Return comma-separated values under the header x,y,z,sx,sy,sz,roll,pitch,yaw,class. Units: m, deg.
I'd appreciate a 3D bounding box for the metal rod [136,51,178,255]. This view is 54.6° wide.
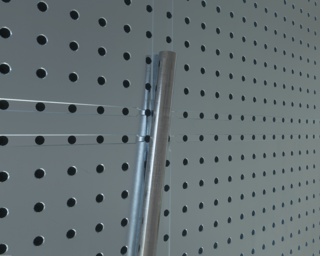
x,y,z,sx,sy,sz,roll,pitch,yaw,class
-0.005,0.048,0.403,0.025,0.025,0.299,10,83,-40,metal rod
